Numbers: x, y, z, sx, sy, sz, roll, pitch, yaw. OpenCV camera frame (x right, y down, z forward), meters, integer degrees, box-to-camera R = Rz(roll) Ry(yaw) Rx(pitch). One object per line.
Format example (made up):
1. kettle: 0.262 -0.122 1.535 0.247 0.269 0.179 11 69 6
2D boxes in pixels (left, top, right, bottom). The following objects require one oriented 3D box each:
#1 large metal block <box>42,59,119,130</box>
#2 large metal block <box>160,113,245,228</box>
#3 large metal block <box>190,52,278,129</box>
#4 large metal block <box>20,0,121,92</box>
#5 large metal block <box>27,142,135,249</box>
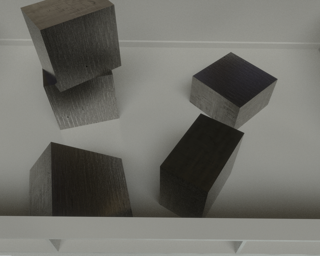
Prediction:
1. large metal block: -0.102 -0.049 0.409 0.081 0.080 0.050 -12 51 -10
2. large metal block: 0.043 0.046 0.332 0.050 0.080 0.080 27 55 20
3. large metal block: 0.101 -0.052 0.434 0.080 0.050 0.080 -35 58 -26
4. large metal block: -0.095 -0.099 0.348 0.081 0.080 0.050 -29 56 -23
5. large metal block: -0.079 0.068 0.305 0.080 0.050 0.080 19 39 -37
